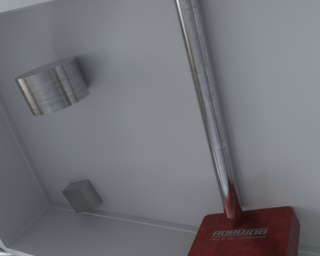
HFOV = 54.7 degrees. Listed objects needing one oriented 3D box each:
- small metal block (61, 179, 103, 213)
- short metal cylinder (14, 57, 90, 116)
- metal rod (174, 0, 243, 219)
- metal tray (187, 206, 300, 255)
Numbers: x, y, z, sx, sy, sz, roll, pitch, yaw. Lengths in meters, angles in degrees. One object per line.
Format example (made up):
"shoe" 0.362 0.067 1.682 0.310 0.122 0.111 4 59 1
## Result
"small metal block" -0.140 0.123 0.556 0.050 0.025 0.050 -17 110 34
"short metal cylinder" -0.141 -0.056 0.410 0.080 0.080 0.050 -5 116 30
"metal rod" 0.061 -0.015 0.366 0.025 0.025 0.298 -3 117 29
"metal tray" 0.107 0.149 0.401 0.130 0.090 0.030 -18 109 34
